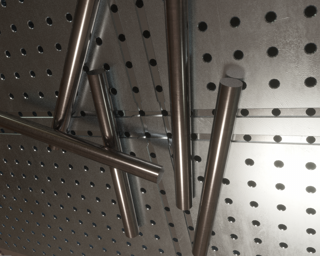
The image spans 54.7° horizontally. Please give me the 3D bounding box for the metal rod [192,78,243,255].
[{"bbox_3d":[0.071,0.075,0.419,0.025,0.025,0.298,16,125,19],"label":"metal rod"}]

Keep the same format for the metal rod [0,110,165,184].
[{"bbox_3d":[-0.136,0.021,0.460,0.301,0.025,0.025,17,125,18],"label":"metal rod"}]

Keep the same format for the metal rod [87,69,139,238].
[{"bbox_3d":[-0.067,0.056,0.478,0.025,0.025,0.298,6,122,24],"label":"metal rod"}]

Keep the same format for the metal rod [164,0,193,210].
[{"bbox_3d":[0.026,-0.015,0.386,0.025,0.025,0.298,9,123,23],"label":"metal rod"}]

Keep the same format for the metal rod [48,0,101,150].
[{"bbox_3d":[-0.120,-0.076,0.425,0.025,0.025,0.298,32,128,7],"label":"metal rod"}]
